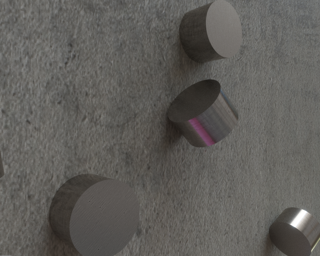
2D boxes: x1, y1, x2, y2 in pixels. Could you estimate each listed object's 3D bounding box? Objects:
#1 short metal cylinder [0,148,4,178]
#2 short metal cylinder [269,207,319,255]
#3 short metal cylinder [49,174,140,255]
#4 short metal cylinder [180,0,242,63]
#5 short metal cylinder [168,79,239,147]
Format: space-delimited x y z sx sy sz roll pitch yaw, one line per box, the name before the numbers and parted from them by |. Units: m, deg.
short metal cylinder | -0.165 0.019 0.231 0.081 0.080 0.050 -11 98 -40
short metal cylinder | 0.257 0.199 0.589 0.050 0.080 0.080 -29 109 -36
short metal cylinder | -0.069 0.092 0.332 0.081 0.050 0.079 0 90 -40
short metal cylinder | 0.075 -0.139 0.454 0.081 0.050 0.079 0 90 -40
short metal cylinder | 0.058 -0.020 0.420 0.050 0.080 0.080 50 60 -29
